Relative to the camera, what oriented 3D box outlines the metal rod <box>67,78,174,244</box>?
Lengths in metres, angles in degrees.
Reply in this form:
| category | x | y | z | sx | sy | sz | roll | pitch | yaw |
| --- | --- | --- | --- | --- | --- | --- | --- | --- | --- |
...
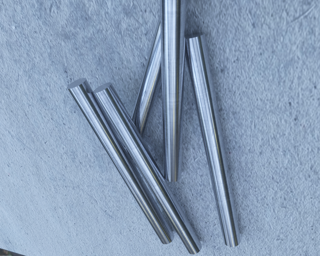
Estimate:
| category | x | y | z | sx | sy | sz | roll | pitch | yaw |
| --- | --- | --- | --- | --- | --- | --- | --- | --- | --- |
| metal rod | -0.043 | 0.065 | 0.440 | 0.025 | 0.025 | 0.299 | -6 | 125 | 31 |

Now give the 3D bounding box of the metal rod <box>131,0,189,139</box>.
| category | x | y | z | sx | sy | sz | roll | pitch | yaw |
| --- | --- | --- | --- | --- | --- | --- | --- | --- | --- |
| metal rod | -0.013 | -0.049 | 0.382 | 0.025 | 0.025 | 0.298 | 28 | 128 | 10 |

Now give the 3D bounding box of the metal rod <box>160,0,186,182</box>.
| category | x | y | z | sx | sy | sz | roll | pitch | yaw |
| --- | --- | --- | --- | --- | --- | --- | --- | --- | --- |
| metal rod | 0.015 | -0.050 | 0.347 | 0.025 | 0.025 | 0.298 | 15 | 131 | 20 |

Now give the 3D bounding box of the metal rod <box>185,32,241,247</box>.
| category | x | y | z | sx | sy | sz | roll | pitch | yaw |
| --- | --- | --- | --- | --- | --- | --- | --- | --- | --- |
| metal rod | 0.070 | 0.033 | 0.390 | 0.025 | 0.025 | 0.298 | -1 | 118 | 28 |

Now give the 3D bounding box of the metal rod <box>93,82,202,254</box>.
| category | x | y | z | sx | sy | sz | roll | pitch | yaw |
| --- | --- | --- | --- | --- | --- | --- | --- | --- | --- |
| metal rod | -0.007 | 0.072 | 0.432 | 0.025 | 0.025 | 0.299 | -10 | 121 | 32 |
